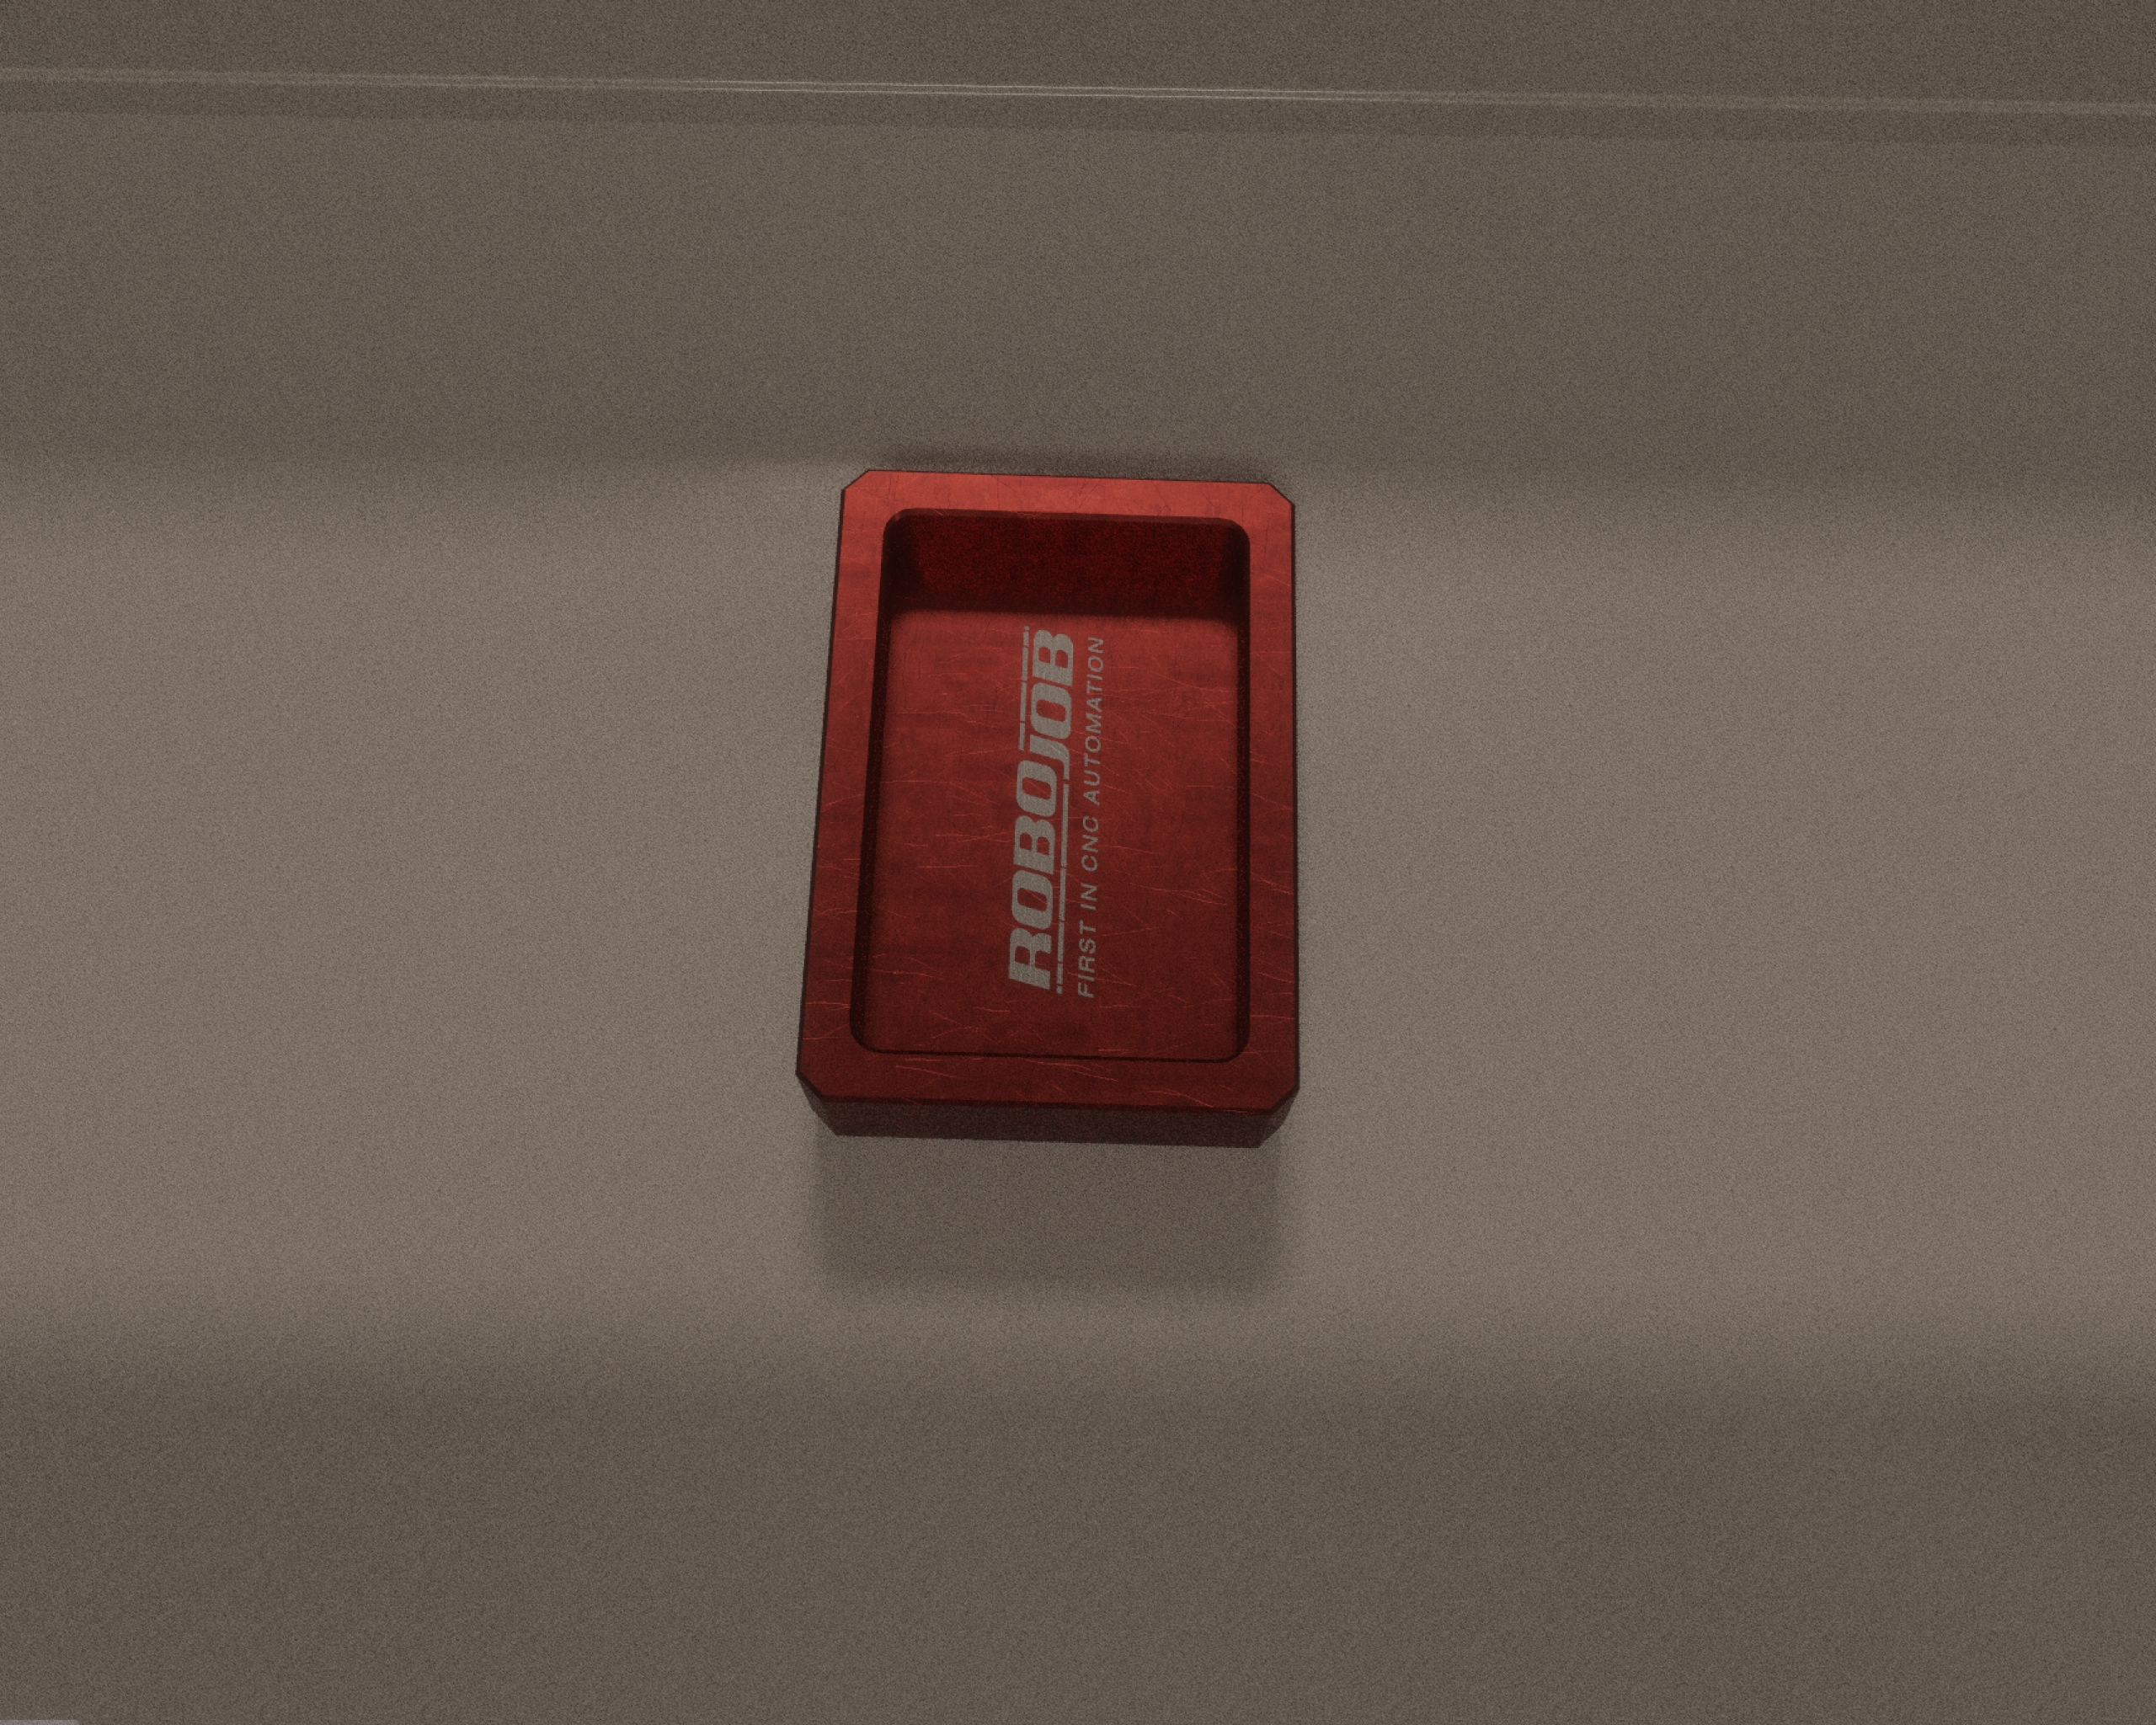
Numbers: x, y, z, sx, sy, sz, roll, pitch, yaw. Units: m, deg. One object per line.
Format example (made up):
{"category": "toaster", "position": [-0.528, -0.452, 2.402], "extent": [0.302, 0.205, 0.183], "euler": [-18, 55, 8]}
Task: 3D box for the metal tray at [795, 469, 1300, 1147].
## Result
{"category": "metal tray", "position": [-0.004, -0.012, 0.408], "extent": [0.091, 0.030, 0.130], "euler": [2, 70, 0]}
